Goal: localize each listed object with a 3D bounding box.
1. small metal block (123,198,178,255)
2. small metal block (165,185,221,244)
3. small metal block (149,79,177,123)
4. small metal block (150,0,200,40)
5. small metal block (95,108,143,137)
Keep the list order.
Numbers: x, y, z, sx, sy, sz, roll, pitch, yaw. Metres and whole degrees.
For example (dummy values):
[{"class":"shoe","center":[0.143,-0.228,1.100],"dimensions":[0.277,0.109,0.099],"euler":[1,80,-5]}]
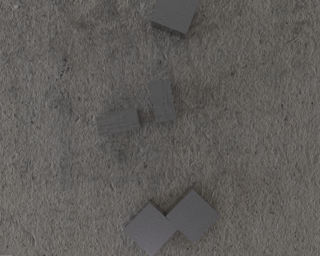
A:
[{"class":"small metal block","center":[-0.012,0.131,0.410],"dimensions":[0.050,0.025,0.050],"euler":[43,90,0]},{"class":"small metal block","center":[0.042,0.113,0.410],"dimensions":[0.050,0.025,0.050],"euler":[45,90,0]},{"class":"small metal block","center":[0.003,-0.033,0.397],"dimensions":[0.025,0.050,0.050],"euler":[-10,90,0]},{"class":"small metal block","center":[0.020,-0.153,0.410],"dimensions":[0.050,0.025,0.050],"euler":[21,90,0]},{"class":"small metal block","center":[-0.051,-0.007,0.397],"dimensions":[0.050,0.050,0.025],"euler":[-12,90,0]}]
